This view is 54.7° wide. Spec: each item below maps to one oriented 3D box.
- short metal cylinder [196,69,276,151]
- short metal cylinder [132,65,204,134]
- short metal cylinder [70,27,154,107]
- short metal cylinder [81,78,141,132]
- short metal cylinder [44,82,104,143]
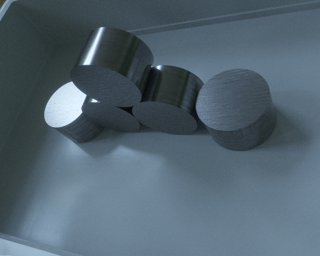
[{"bbox_3d":[0.087,-0.021,0.354,0.080,0.050,0.080,-13,56,21],"label":"short metal cylinder"},{"bbox_3d":[0.012,-0.032,0.382,0.080,0.080,0.050,2,63,29],"label":"short metal cylinder"},{"bbox_3d":[-0.052,-0.066,0.348,0.080,0.080,0.050,2,63,29],"label":"short metal cylinder"},{"bbox_3d":[-0.059,-0.035,0.420,0.080,0.080,0.050,2,63,29],"label":"short metal cylinder"},{"bbox_3d":[-0.125,-0.024,0.468,0.080,0.050,0.080,-13,56,21],"label":"short metal cylinder"}]
